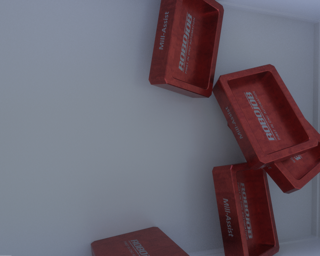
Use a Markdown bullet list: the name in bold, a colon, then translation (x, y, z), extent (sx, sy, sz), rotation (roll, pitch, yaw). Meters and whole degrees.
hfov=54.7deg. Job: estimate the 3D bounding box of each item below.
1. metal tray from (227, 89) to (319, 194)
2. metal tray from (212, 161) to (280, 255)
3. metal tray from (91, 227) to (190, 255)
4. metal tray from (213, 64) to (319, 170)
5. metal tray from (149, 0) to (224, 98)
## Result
- **metal tray**: translation (0.172, 0.015, 0.441), extent (0.091, 0.030, 0.130), rotation (-31, 75, -22)
- **metal tray**: translation (0.119, 0.113, 0.423), extent (0.091, 0.030, 0.129), rotation (0, 79, -45)
- **metal tray**: translation (-0.022, 0.154, 0.348), extent (0.091, 0.130, 0.030), rotation (-7, 93, -20)
- **metal tray**: translation (0.138, -0.018, 0.416), extent (0.091, 0.030, 0.130), rotation (-15, 69, -17)
- **metal tray**: translation (0.037, -0.111, 0.404), extent (0.091, 0.030, 0.129), rotation (11, 86, -43)
